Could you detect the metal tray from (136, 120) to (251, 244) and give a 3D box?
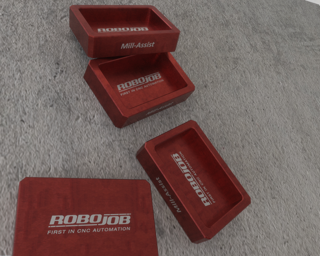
[{"bbox_3d":[0.042,0.062,0.385,0.091,0.030,0.130,-26,76,-37],"label":"metal tray"}]

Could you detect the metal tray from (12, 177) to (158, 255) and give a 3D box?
[{"bbox_3d":[-0.070,0.097,0.303,0.131,0.030,0.090,6,59,-25],"label":"metal tray"}]

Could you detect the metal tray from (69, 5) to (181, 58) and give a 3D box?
[{"bbox_3d":[-0.049,-0.138,0.431,0.131,0.030,0.090,-12,48,-28],"label":"metal tray"}]

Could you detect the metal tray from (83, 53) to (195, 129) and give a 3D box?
[{"bbox_3d":[-0.025,-0.063,0.424,0.131,0.030,0.090,-26,76,-37],"label":"metal tray"}]
